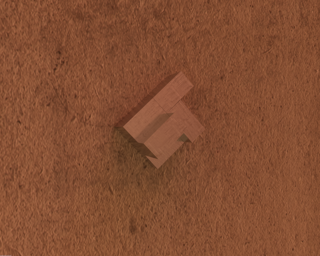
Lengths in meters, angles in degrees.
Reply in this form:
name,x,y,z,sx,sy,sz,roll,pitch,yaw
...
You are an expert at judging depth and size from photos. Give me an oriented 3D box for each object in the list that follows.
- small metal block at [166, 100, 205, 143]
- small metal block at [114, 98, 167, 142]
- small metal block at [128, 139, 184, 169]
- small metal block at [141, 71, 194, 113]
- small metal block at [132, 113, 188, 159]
name,x,y,z,sx,sy,sz,roll,pitch,yaw
small metal block,0.024,-0.008,0.407,0.025,0.050,0.050,-45,105,-14
small metal block,-0.026,-0.010,0.388,0.050,0.050,0.025,-45,105,-15
small metal block,-0.006,0.018,0.409,0.050,0.025,0.050,-44,104,-15
small metal block,0.008,-0.044,0.401,0.050,0.050,0.025,-45,105,-15
small metal block,-0.001,0.009,0.371,0.050,0.050,0.025,-45,105,-15
